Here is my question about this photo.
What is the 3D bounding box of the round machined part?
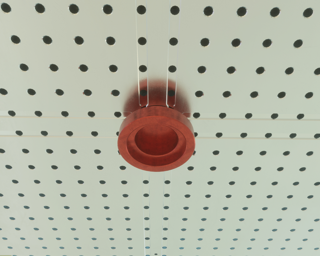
[{"bbox_3d":[-0.005,0.010,0.408,0.099,0.042,0.097,0,130,0],"label":"round machined part"}]
